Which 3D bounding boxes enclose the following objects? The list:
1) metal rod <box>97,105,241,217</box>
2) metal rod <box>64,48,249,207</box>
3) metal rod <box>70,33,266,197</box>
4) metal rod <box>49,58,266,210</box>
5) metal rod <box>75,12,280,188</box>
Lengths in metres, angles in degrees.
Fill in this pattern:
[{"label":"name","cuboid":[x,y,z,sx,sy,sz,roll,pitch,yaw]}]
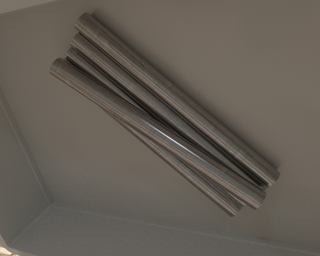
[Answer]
[{"label":"metal rod","cuboid":[-0.012,0.015,0.422,0.300,0.025,0.025,40,129,1]},{"label":"metal rod","cuboid":[-0.002,-0.003,0.407,0.300,0.025,0.025,40,129,1]},{"label":"metal rod","cuboid":[0.011,-0.017,0.391,0.300,0.025,0.025,40,129,1]},{"label":"metal rod","cuboid":[-0.007,0.003,0.380,0.301,0.025,0.025,33,129,6]},{"label":"metal rod","cuboid":[0.020,-0.034,0.375,0.300,0.025,0.025,40,129,1]}]
